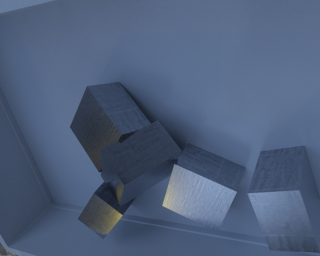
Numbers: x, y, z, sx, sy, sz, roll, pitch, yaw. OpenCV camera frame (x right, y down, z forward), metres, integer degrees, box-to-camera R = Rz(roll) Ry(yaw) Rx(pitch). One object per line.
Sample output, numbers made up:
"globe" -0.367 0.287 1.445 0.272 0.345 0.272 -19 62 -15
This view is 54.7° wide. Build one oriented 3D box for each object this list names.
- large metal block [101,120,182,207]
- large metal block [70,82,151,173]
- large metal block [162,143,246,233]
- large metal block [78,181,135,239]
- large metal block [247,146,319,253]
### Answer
"large metal block" -0.027 0.046 0.393 0.050 0.081 0.080 52 154 20
"large metal block" -0.067 -0.002 0.410 0.080 0.050 0.080 52 132 20
"large metal block" 0.057 0.079 0.411 0.080 0.050 0.079 23 127 14
"large metal block" -0.072 0.110 0.479 0.050 0.080 0.080 37 129 3
"large metal block" 0.142 0.077 0.346 0.050 0.080 0.080 -12 112 33
